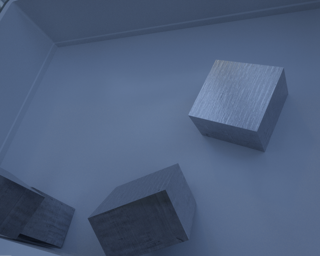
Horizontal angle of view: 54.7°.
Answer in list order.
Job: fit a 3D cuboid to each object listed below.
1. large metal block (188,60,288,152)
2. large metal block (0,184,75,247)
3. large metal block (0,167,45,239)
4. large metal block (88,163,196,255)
[{"bbox_3d":[0.092,-0.028,0.358,0.080,0.050,0.080,16,70,34],"label":"large metal block"},{"bbox_3d":[-0.171,0.110,0.391,0.080,0.080,0.050,-1,58,27],"label":"large metal block"},{"bbox_3d":[-0.185,0.065,0.324,0.080,0.080,0.050,19,69,36],"label":"large metal block"},{"bbox_3d":[-0.013,0.084,0.317,0.080,0.080,0.050,-23,95,14],"label":"large metal block"}]
